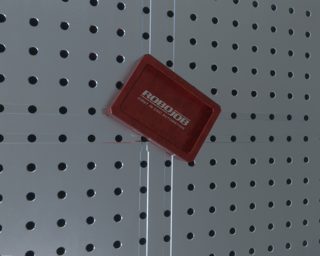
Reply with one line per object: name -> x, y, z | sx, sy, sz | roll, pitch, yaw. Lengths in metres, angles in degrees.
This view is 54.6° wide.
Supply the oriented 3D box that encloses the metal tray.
metal tray -> 0.007, -0.024, 0.412 | 0.130, 0.030, 0.090 | 33, 79, -17
